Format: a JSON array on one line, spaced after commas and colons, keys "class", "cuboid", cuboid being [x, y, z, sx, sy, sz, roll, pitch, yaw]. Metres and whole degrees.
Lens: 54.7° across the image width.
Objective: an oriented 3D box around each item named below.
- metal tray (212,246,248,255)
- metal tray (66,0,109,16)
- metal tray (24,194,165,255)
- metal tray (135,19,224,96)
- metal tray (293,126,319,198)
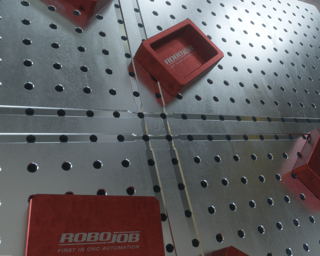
[{"class": "metal tray", "cuboid": [0.111, 0.203, 0.342, 0.130, 0.030, 0.090, 32, 51, -8]}, {"class": "metal tray", "cuboid": [-0.136, -0.241, 0.480, 0.130, 0.030, 0.090, 34, 51, -6]}, {"class": "metal tray", "cuboid": [-0.061, 0.114, 0.303, 0.131, 0.030, 0.090, 7, 59, -25]}, {"class": "metal tray", "cuboid": [0.035, -0.117, 0.496, 0.090, 0.030, 0.131, 47, 51, 4]}, {"class": "metal tray", "cuboid": [0.287, 0.061, 0.525, 0.090, 0.030, 0.131, 45, 51, 3]}]
